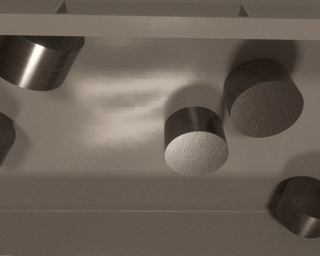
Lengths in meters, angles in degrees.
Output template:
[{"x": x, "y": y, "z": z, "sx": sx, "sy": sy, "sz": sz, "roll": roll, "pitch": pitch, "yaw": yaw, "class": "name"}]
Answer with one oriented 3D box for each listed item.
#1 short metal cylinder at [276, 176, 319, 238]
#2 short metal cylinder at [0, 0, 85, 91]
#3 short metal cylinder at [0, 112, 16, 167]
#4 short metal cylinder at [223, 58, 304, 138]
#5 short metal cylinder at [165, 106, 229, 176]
[{"x": 0.228, "y": 0.122, "z": 0.480, "sx": 0.081, "sy": 0.080, "sz": 0.050, "roll": 3, "pitch": 130, "yaw": -3, "class": "short metal cylinder"}, {"x": -0.122, "y": -0.082, "z": 0.301, "sx": 0.080, "sy": 0.080, "sz": 0.050, "roll": 26, "pitch": 125, "yaw": -21, "class": "short metal cylinder"}, {"x": -0.230, "y": 0.017, "z": 0.384, "sx": 0.080, "sy": 0.080, "sz": 0.050, "roll": 28, "pitch": 125, "yaw": -22, "class": "short metal cylinder"}, {"x": 0.119, "y": -0.035, "z": 0.365, "sx": 0.081, "sy": 0.050, "sz": 0.079, "roll": 0, "pitch": 130, "yaw": 0, "class": "short metal cylinder"}, {"x": 0.046, "y": 0.018, "z": 0.409, "sx": 0.081, "sy": 0.050, "sz": 0.079, "roll": 0, "pitch": 130, "yaw": 0, "class": "short metal cylinder"}]
